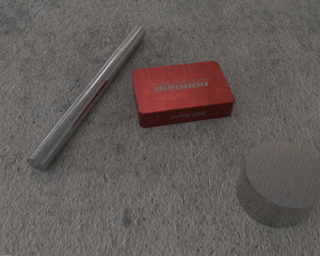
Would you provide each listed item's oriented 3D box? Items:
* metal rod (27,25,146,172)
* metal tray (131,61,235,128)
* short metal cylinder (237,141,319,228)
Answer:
[{"bbox_3d":[-0.091,-0.063,0.455,0.025,0.025,0.301,17,52,13],"label":"metal rod"},{"bbox_3d":[0.030,-0.051,0.443,0.131,0.030,0.090,-8,50,-7],"label":"metal tray"},{"bbox_3d":[0.129,0.061,0.337,0.081,0.050,0.080,0,50,0],"label":"short metal cylinder"}]
